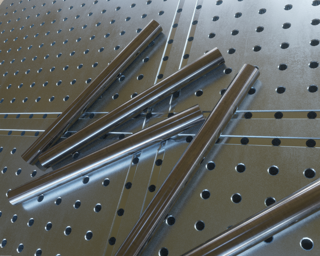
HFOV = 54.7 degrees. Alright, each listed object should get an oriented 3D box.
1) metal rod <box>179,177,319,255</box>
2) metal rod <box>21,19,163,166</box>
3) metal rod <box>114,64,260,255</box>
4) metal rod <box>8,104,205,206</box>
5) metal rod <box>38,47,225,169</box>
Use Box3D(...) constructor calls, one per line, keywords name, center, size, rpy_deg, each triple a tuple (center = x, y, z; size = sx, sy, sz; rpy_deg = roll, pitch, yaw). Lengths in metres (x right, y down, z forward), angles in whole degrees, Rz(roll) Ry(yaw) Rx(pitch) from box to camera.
Box3D(name="metal rod", center=(0.060, 0.118, 0.303), size=(0.300, 0.025, 0.025), rpy_deg=(-32, 52, 7))
Box3D(name="metal rod", center=(-0.106, -0.060, 0.498), size=(0.300, 0.025, 0.025), rpy_deg=(-48, 52, -6))
Box3D(name="metal rod", center=(0.030, 0.047, 0.362), size=(0.025, 0.025, 0.300), rpy_deg=(27, 76, 37))
Box3D(name="metal rod", center=(-0.080, 0.041, 0.423), size=(0.301, 0.025, 0.025), rpy_deg=(-24, 53, 12))
Box3D(name="metal rod", center=(-0.045, -0.025, 0.445), size=(0.300, 0.025, 0.025), rpy_deg=(-30, 52, 8))
